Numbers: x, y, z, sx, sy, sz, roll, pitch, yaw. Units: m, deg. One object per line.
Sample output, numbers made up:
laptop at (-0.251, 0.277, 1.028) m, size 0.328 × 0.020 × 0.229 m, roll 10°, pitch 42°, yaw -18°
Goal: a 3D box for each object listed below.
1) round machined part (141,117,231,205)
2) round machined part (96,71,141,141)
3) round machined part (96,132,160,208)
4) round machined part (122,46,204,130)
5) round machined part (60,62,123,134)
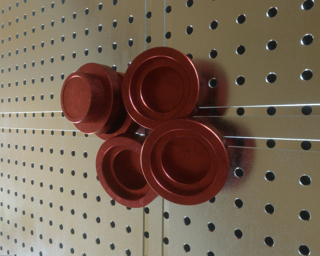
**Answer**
round machined part at (0.031, 0.035, 0.355) m, size 0.098 × 0.042 × 0.097 m, roll 3°, pitch 101°, yaw 18°
round machined part at (-0.057, -0.030, 0.442) m, size 0.098 × 0.042 × 0.097 m, roll 0°, pitch 90°, yaw 39°
round machined part at (-0.034, 0.052, 0.413) m, size 0.098 × 0.042 × 0.097 m, roll 8°, pitch 108°, yaw 27°
round machined part at (0.006, -0.046, 0.379) m, size 0.098 × 0.042 × 0.097 m, roll 1°, pitch 91°, yaw 23°
round machined part at (-0.098, -0.040, 0.422) m, size 0.098 × 0.042 × 0.097 m, roll 0°, pitch 90°, yaw 39°
